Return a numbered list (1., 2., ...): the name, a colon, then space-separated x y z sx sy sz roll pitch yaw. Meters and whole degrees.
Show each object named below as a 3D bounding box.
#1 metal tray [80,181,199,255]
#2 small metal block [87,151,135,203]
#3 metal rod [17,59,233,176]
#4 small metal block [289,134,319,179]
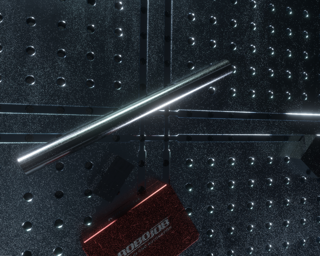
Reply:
1. metal tray: -0.024 0.142 0.402 0.131 0.030 0.090 -32 101 -17
2. small metal block: -0.061 0.058 0.378 0.025 0.050 0.050 36 78 -17
3. metal rod: -0.030 -0.022 0.402 0.302 0.025 0.025 -27 100 -18
4. small metal block: 0.248 0.046 0.507 0.050 0.025 0.050 43 76 -15
